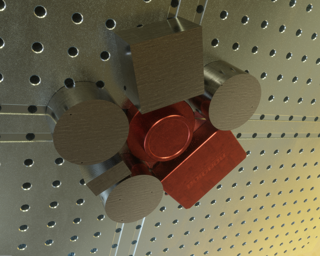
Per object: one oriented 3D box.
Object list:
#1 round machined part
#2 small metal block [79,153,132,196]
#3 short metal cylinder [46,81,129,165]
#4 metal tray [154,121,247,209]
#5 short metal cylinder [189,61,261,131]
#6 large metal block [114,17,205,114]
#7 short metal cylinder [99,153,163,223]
[{"bbox_3d":[0.003,0.004,0.404,0.099,0.042,0.097,-14,124,-21],"label":"round machined part"},{"bbox_3d":[-0.070,0.048,0.385,0.050,0.050,0.025,-33,129,-7],"label":"small metal block"},{"bbox_3d":[-0.081,-0.005,0.346,0.081,0.050,0.079,-14,124,-21],"label":"short metal cylinder"},{"bbox_3d":[0.062,0.055,0.475,0.130,0.030,0.090,-42,129,0],"label":"metal tray"},{"bbox_3d":[0.086,-0.043,0.414,0.081,0.050,0.079,-14,124,-21],"label":"short metal cylinder"},{"bbox_3d":[0.001,-0.072,0.351,0.081,0.050,0.079,-20,126,-17],"label":"large metal block"},{"bbox_3d":[-0.042,0.081,0.421,0.081,0.050,0.079,-14,124,-21],"label":"short metal cylinder"}]
